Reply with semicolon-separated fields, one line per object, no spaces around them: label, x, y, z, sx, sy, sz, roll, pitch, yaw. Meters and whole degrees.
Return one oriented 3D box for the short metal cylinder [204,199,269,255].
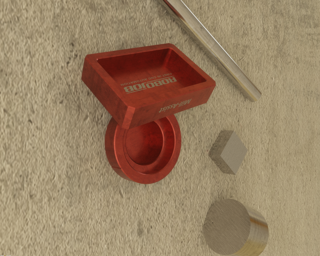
short metal cylinder;0.113;0.152;0.464;0.050;0.080;0.080;31;71;-36

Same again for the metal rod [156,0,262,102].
metal rod;0.067;-0.131;0.459;0.301;0.025;0.025;37;68;-34

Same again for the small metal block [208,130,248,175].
small metal block;0.110;0.039;0.496;0.050;0.025;0.050;49;61;-29

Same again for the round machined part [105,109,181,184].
round machined part;-0.024;0.016;0.373;0.099;0.042;0.097;0;90;-40

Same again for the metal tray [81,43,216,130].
metal tray;-0.010;-0.054;0.356;0.131;0.090;0.030;-20;147;-38
